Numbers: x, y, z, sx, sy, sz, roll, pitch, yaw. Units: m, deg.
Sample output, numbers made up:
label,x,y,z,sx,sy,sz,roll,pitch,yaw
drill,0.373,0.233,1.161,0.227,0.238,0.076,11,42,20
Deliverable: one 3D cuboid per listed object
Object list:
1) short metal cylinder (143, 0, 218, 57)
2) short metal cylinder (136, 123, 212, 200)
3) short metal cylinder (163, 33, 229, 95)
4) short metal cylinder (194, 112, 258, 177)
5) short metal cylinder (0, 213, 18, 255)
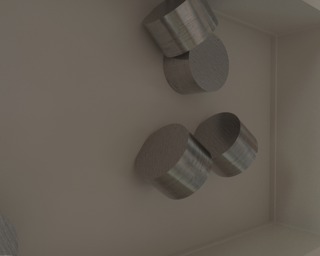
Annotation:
label,x,y,z,sx,sy,sz,roll,pitch,yaw
short metal cylinder,0.026,-0.135,0.392,0.050,0.080,0.080,52,60,-28
short metal cylinder,0.017,0.041,0.385,0.050,0.080,0.080,44,64,-32
short metal cylinder,0.051,-0.088,0.433,0.081,0.050,0.080,0,90,-40
short metal cylinder,0.093,0.024,0.448,0.050,0.080,0.080,42,65,-32
short metal cylinder,-0.162,0.099,0.240,0.080,0.050,0.079,-3,94,-58
